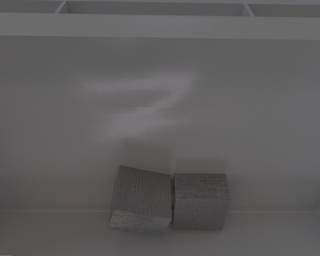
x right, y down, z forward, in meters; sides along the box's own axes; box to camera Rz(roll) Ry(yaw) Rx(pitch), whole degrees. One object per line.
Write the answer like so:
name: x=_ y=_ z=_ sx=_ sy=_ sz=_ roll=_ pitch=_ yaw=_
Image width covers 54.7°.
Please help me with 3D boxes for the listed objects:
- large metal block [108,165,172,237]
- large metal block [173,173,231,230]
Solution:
large metal block: x=-0.029 y=0.109 z=0.466 sx=0.081 sy=0.080 sz=0.050 roll=13 pitch=129 yaw=-11
large metal block: x=0.062 y=0.118 z=0.494 sx=0.081 sy=0.050 sz=0.079 roll=1 pitch=130 yaw=-1
